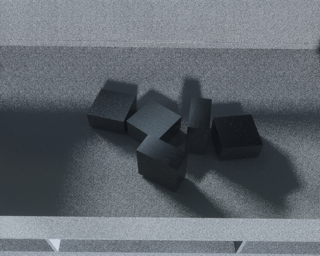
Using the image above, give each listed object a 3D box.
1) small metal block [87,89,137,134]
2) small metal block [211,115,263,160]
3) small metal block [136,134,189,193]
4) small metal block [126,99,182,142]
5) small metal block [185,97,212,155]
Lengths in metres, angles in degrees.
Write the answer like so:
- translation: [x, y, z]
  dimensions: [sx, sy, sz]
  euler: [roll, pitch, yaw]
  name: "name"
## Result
- translation: [-0.064, -0.023, 0.421]
  dimensions: [0.050, 0.025, 0.050]
  euler: [12, 51, 9]
  name: "small metal block"
- translation: [0.096, 0.011, 0.394]
  dimensions: [0.050, 0.025, 0.050]
  euler: [-4, 50, -4]
  name: "small metal block"
- translation: [0.002, 0.041, 0.352]
  dimensions: [0.050, 0.050, 0.025]
  euler: [25, 55, 18]
  name: "small metal block"
- translation: [-0.008, -0.004, 0.405]
  dimensions: [0.050, 0.025, 0.050]
  euler: [32, 56, 23]
  name: "small metal block"
- translation: [0.048, -0.003, 0.390]
  dimensions: [0.025, 0.050, 0.050]
  euler: [8, 51, 5]
  name: "small metal block"
